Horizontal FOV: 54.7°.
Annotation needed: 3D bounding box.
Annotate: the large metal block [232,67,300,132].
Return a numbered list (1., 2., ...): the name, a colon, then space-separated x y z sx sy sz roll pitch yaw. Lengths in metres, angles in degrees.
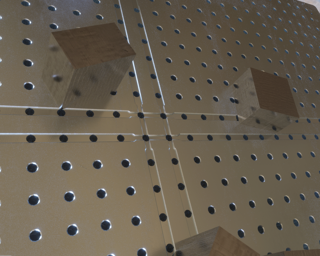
1. large metal block: 0.174 -0.045 0.516 0.081 0.050 0.080 11 57 -23

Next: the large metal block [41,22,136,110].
1. large metal block: -0.087 -0.074 0.372 0.081 0.080 0.050 -25 76 -37

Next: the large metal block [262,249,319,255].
1. large metal block: 0.171 0.192 0.370 0.081 0.050 0.080 8 58 -25

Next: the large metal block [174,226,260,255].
1. large metal block: 0.043 0.153 0.304 0.050 0.080 0.080 36 51 -5
